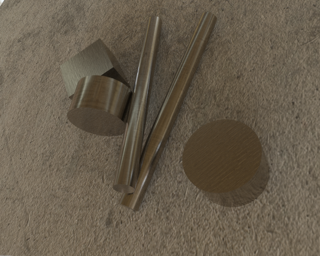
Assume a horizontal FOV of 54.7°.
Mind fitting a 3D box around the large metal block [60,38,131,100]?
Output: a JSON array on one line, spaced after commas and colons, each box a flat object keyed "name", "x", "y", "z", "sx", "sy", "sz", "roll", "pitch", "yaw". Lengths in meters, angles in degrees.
[{"name": "large metal block", "x": -0.104, "y": -0.083, "z": 0.493, "sx": 0.080, "sy": 0.050, "sz": 0.080, "roll": -33, "pitch": 52, "yaw": 7}]

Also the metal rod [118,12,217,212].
[{"name": "metal rod", "x": 0.018, "y": -0.036, "z": 0.416, "sx": 0.025, "sy": 0.025, "sz": 0.300, "roll": 10, "pitch": 67, "yaw": 32}]

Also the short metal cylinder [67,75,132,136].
[{"name": "short metal cylinder", "x": -0.081, "y": -0.029, "z": 0.429, "sx": 0.080, "sy": 0.080, "sz": 0.050, "roll": -4, "pitch": 60, "yaw": 26}]

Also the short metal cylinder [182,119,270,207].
[{"name": "short metal cylinder", "x": 0.070, "y": 0.038, "z": 0.328, "sx": 0.080, "sy": 0.050, "sz": 0.080, "roll": -13, "pitch": 56, "yaw": 21}]

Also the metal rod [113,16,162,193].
[{"name": "metal rod", "x": -0.025, "y": -0.054, "z": 0.432, "sx": 0.025, "sy": 0.025, "sz": 0.300, "roll": -10, "pitch": 52, "yaw": 23}]
